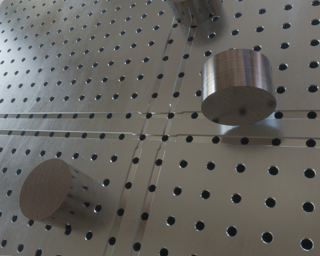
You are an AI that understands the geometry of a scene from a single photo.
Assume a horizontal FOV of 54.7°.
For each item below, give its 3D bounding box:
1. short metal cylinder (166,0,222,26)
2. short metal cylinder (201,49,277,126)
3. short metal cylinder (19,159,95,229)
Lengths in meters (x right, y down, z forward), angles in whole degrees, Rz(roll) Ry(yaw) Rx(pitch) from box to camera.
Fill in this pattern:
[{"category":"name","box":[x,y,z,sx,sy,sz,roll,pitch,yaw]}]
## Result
[{"category":"short metal cylinder","box":[0.052,-0.210,0.493,0.080,0.050,0.080,-13,56,21]},{"category":"short metal cylinder","box":[0.088,-0.044,0.353,0.080,0.080,0.050,-9,58,23]},{"category":"short metal cylinder","box":[-0.134,0.087,0.407,0.080,0.050,0.080,-13,56,20]}]
